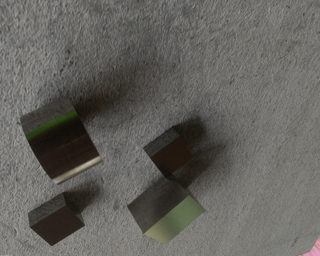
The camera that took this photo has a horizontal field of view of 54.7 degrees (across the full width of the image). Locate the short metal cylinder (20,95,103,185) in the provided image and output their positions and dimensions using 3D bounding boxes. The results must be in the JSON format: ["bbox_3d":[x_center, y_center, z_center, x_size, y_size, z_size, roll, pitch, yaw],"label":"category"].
[{"bbox_3d":[-0.101,0.012,0.324,0.050,0.080,0.080,-28,128,-11],"label":"short metal cylinder"}]

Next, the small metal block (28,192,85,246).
[{"bbox_3d":[-0.136,0.121,0.408,0.050,0.025,0.050,-31,129,-9],"label":"small metal block"}]

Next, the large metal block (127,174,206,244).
[{"bbox_3d":[0.011,0.121,0.463,0.080,0.050,0.080,-41,142,-1],"label":"large metal block"}]

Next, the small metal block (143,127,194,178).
[{"bbox_3d":[0.012,0.035,0.437,0.050,0.025,0.050,-37,129,-4],"label":"small metal block"}]
